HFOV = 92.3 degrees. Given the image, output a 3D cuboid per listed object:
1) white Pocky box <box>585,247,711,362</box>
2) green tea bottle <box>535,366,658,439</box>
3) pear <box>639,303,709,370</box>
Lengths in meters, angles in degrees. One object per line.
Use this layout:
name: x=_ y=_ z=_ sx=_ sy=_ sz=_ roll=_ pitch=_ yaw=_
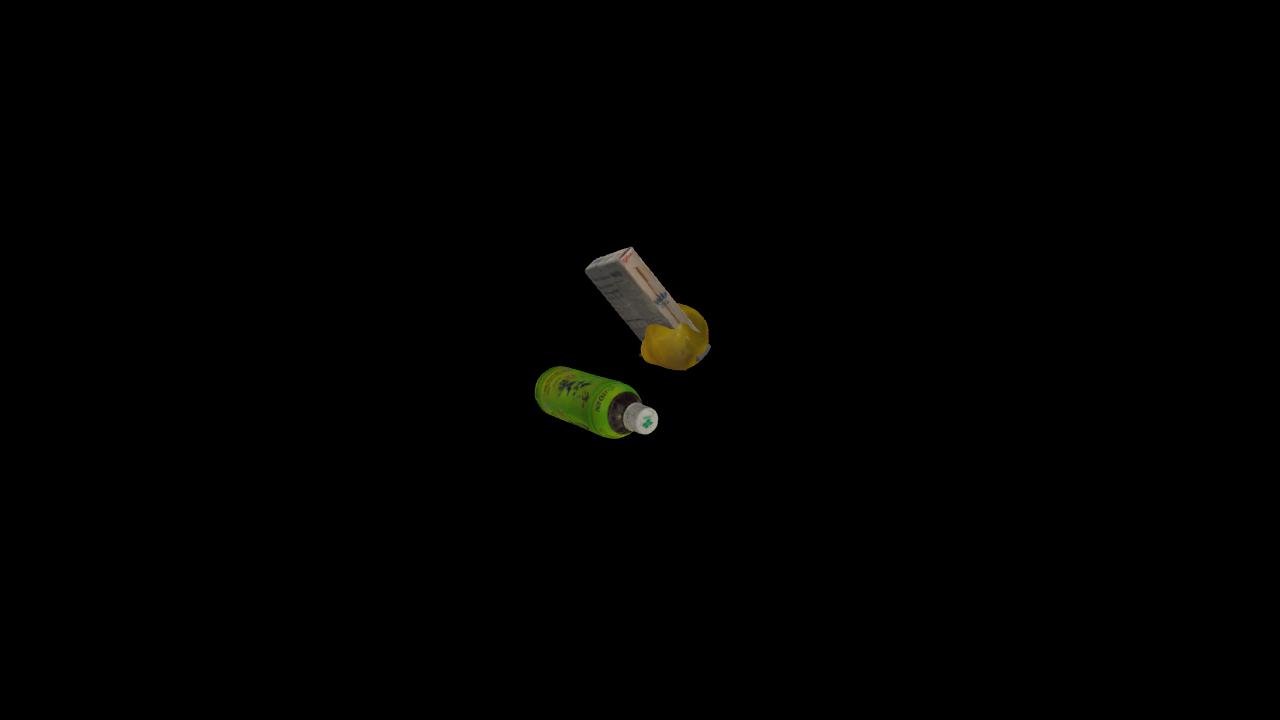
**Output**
white Pocky box: x=0.008 y=-0.058 z=0.712 sx=0.028 sy=0.154 sz=0.084 roll=-49 pitch=22 yaw=-23
green tea bottle: x=-0.053 y=0.053 z=0.755 sx=0.073 sy=0.073 sz=0.212 roll=0 pitch=5 yaw=-37
pear: x=0.028 y=-0.017 z=0.735 sx=0.080 sy=0.080 sz=0.111 roll=0 pitch=-26 yaw=-44
